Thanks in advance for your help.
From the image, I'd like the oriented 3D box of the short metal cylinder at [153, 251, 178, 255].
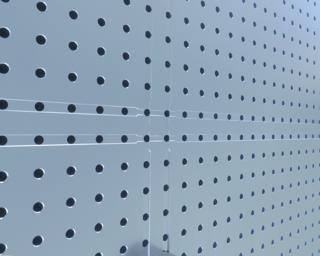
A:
[{"bbox_3d":[0.015,0.211,0.405,0.081,0.050,0.079,0,91,-40],"label":"short metal cylinder"}]
